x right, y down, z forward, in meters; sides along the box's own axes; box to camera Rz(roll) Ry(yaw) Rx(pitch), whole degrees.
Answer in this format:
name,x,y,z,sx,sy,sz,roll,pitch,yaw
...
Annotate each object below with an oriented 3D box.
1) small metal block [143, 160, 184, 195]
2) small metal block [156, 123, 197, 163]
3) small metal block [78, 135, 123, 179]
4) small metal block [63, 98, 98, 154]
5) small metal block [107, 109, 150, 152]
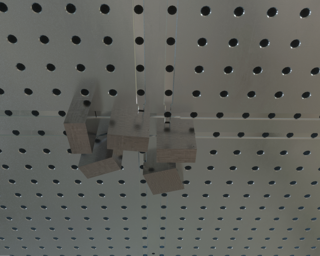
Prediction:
name,x,y,z,sx,sy,sz,roll,pitch,yaw
small metal block,0.006,0.073,0.474,0.050,0.025,0.050,-13,129,10
small metal block,0.021,0.019,0.412,0.050,0.050,0.025,0,130,-1
small metal block,-0.080,0.037,0.426,0.050,0.050,0.025,-17,128,13
small metal block,-0.098,-0.003,0.392,0.025,0.050,0.050,-1,130,0
small metal block,-0.039,0.003,0.397,0.050,0.050,0.025,5,130,-5
